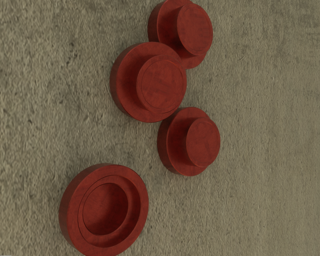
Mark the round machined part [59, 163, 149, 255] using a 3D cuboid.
[{"bbox_3d":[-0.064,0.087,0.340,0.099,0.042,0.097,0,90,-40],"label":"round machined part"}]

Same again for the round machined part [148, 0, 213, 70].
[{"bbox_3d":[0.035,-0.129,0.422,0.099,0.042,0.097,0,90,-40],"label":"round machined part"}]

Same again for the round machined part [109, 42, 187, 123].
[{"bbox_3d":[-0.007,-0.054,0.374,0.099,0.042,0.097,-8,105,-30],"label":"round machined part"}]

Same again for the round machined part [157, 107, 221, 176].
[{"bbox_3d":[0.047,0.019,0.433,0.099,0.042,0.097,0,90,-40],"label":"round machined part"}]
